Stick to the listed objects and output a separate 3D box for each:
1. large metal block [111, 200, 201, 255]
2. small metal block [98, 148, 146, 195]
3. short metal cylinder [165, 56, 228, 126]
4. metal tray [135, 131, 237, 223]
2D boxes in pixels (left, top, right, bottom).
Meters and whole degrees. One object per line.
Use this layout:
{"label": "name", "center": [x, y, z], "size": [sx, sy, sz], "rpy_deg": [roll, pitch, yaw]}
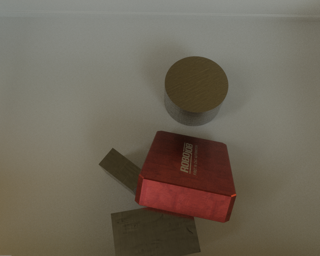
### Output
{"label": "large metal block", "center": [-0.005, 0.115, 0.338], "size": [0.081, 0.080, 0.050], "rpy_deg": [-9, 71, -4]}
{"label": "small metal block", "center": [-0.043, 0.055, 0.376], "size": [0.050, 0.050, 0.025], "rpy_deg": [36, 74, 11]}
{"label": "short metal cylinder", "center": [0.046, -0.048, 0.415], "size": [0.081, 0.050, 0.080], "rpy_deg": [0, 70, 0]}
{"label": "metal tray", "center": [0.030, 0.046, 0.343], "size": [0.090, 0.130, 0.030], "rpy_deg": [11, 110, 4]}
